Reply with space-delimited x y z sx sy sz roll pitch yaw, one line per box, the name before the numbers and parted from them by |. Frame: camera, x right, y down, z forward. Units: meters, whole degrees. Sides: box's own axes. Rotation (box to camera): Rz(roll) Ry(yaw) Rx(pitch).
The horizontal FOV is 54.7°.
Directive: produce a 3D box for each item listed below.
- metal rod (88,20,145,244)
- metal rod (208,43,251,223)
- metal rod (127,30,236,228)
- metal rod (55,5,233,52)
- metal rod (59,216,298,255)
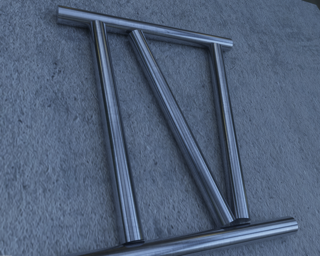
metal rod | -0.059 -0.014 0.382 0.025 0.025 0.299 1 61 -28
metal rod | 0.099 -0.012 0.467 0.025 0.025 0.299 13 56 -22
metal rod | 0.022 -0.012 0.425 0.025 0.025 0.299 -12 68 -34
metal rod | -0.008 -0.154 0.496 0.303 0.025 0.025 1 62 -28
metal rod | 0.044 0.130 0.350 0.303 0.025 0.025 1 62 -28
